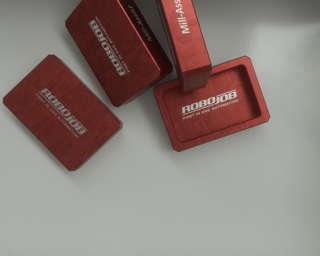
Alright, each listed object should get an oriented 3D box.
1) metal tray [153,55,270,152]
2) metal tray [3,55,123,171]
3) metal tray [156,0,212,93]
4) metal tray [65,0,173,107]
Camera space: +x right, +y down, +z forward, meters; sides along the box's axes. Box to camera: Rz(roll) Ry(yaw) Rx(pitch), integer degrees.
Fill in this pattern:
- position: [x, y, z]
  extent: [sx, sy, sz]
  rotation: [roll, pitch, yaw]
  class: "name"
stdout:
- position: [0.066, -0.031, 0.409]
  extent: [0.131, 0.030, 0.090]
  rotation: [-19, 90, 0]
  class: "metal tray"
- position: [-0.125, -0.019, 0.408]
  extent: [0.090, 0.030, 0.130]
  rotation: [-44, 90, 0]
  class: "metal tray"
- position: [0.023, -0.112, 0.352]
  extent: [0.030, 0.090, 0.129]
  rotation: [-16, 85, 2]
  class: "metal tray"
- position: [-0.053, -0.102, 0.383]
  extent: [0.090, 0.030, 0.130]
  rotation: [-31, 90, 38]
  class: "metal tray"
